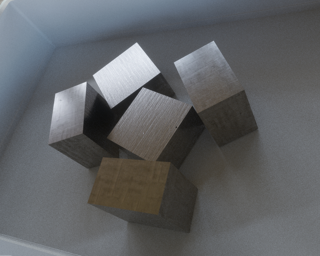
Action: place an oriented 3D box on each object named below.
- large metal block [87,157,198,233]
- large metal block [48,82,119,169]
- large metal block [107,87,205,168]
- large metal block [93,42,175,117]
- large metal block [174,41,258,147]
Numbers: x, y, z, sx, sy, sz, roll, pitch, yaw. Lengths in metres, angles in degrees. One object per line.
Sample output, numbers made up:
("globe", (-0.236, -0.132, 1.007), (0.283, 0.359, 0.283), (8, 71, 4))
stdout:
("large metal block", (-0.015, 0.072, 0.332), (0.080, 0.080, 0.050), (1, 62, 28))
("large metal block", (-0.099, -0.001, 0.420), (0.050, 0.080, 0.080), (-17, 55, 18))
("large metal block", (-0.004, 0.005, 0.386), (0.080, 0.050, 0.080), (25, 75, 36))
("large metal block", (-0.038, -0.063, 0.444), (0.080, 0.050, 0.080), (-36, 51, 4))
("large metal block", (0.065, -0.037, 0.356), (0.050, 0.080, 0.080), (-27, 53, 11))
